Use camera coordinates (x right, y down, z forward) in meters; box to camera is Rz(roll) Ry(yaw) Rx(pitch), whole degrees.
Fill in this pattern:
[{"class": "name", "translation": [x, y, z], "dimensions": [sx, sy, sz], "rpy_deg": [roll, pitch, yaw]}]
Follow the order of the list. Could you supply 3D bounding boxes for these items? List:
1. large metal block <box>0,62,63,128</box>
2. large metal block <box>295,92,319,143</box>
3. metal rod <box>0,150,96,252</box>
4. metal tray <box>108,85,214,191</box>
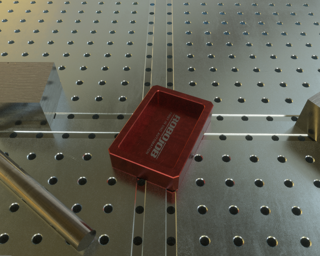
[{"class": "large metal block", "translation": [-0.189, -0.046, 0.429], "dimensions": [0.080, 0.050, 0.080], "rpy_deg": [0, 50, 0]}, {"class": "large metal block", "translation": [0.243, -0.013, 0.404], "dimensions": [0.081, 0.050, 0.080], "rpy_deg": [-29, 56, -22]}, {"class": "metal rod", "translation": [-0.192, 0.042, 0.370], "dimensions": [0.300, 0.025, 0.025], "rpy_deg": [31, 57, 23]}, {"class": "metal tray", "translation": [0.005, 0.006, 0.398], "dimensions": [0.090, 0.030, 0.130], "rpy_deg": [19, 53, 15]}]
